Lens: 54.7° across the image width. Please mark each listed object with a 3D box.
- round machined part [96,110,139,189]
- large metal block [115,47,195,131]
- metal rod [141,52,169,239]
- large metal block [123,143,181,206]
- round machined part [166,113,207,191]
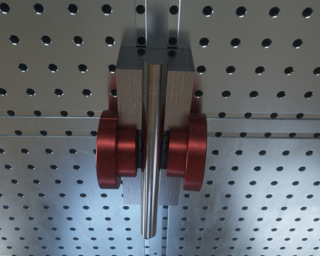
[{"bbox_3d":[-0.049,0.027,0.385,0.042,0.098,0.097,2,130,-1],"label":"round machined part"},{"bbox_3d":[-0.006,-0.044,0.357,0.081,0.050,0.079,2,130,-2],"label":"large metal block"},{"bbox_3d":[-0.011,0.048,0.386,0.025,0.025,0.298,2,130,-2],"label":"metal rod"},{"bbox_3d":[-0.012,0.068,0.452,0.081,0.050,0.079,2,130,-2],"label":"large metal block"},{"bbox_3d":[0.031,0.029,0.388,0.042,0.098,0.097,4,130,2],"label":"round machined part"}]
